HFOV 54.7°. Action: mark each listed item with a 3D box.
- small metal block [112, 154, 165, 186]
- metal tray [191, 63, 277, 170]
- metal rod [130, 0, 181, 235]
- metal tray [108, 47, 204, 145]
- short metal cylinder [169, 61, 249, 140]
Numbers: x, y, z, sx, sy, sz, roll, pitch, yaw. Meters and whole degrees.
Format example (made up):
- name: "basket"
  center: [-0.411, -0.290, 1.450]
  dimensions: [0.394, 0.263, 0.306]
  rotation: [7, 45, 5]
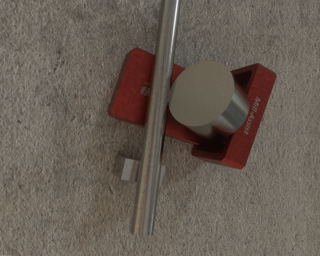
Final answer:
- name: "small metal block"
  center: [-0.028, 0.052, 0.387]
  dimensions: [0.050, 0.050, 0.025]
  rotation: [13, 86, -20]
- name: "metal tray"
  center: [0.095, -0.015, 0.412]
  dimensions: [0.030, 0.090, 0.130]
  rotation: [24, 82, -19]
- name: "metal rod"
  center: [-0.002, -0.030, 0.369]
  dimensions: [0.025, 0.025, 0.299]
  rotation: [12, 77, -20]
- name: "metal tray"
  center: [0.007, -0.039, 0.411]
  dimensions: [0.131, 0.030, 0.090]
  rotation: [19, 83, -20]
- name: "short metal cylinder"
  center: [0.058, -0.031, 0.364]
  dimensions: [0.050, 0.080, 0.080]
  rotation: [32, 78, -51]
